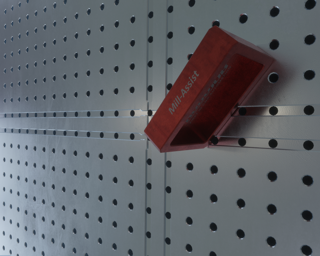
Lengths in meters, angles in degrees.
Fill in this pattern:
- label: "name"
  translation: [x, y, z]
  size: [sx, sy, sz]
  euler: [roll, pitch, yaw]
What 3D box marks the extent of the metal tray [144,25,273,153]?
- label: "metal tray"
  translation: [0.051, -0.033, 0.325]
  size: [0.030, 0.091, 0.129]
  euler: [48, 119, 29]
